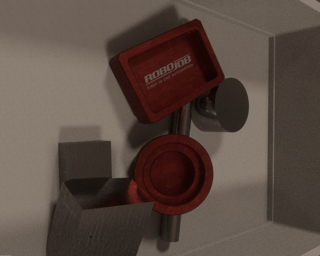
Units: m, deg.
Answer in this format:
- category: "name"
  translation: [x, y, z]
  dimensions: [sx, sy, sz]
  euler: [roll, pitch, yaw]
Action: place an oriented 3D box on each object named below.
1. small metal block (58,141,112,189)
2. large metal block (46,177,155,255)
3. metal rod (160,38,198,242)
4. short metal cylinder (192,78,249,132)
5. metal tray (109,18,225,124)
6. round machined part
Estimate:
- category: "small metal block"
  translation: [-0.082, 0.040, 0.340]
  dimensions: [0.050, 0.025, 0.050]
  euler: [-3, 92, -40]
- category: "large metal block"
  translation: [-0.062, 0.101, 0.322]
  dimensions: [0.081, 0.050, 0.079]
  euler: [5, 109, -40]
- category: "metal rod"
  translation: [0.030, 0.003, 0.433]
  dimensions: [0.025, 0.025, 0.298]
  euler: [11, 83, -40]
- category: "short metal cylinder"
  translation: [0.090, -0.033, 0.468]
  dimensions: [0.081, 0.050, 0.079]
  euler: [0, 90, -40]
- category: "metal tray"
  translation: [0.013, -0.073, 0.394]
  dimensions: [0.131, 0.030, 0.090]
  euler: [-32, 103, -25]
- category: "round machined part"
  translation: [0.014, 0.057, 0.391]
  dimensions: [0.099, 0.042, 0.097]
  euler: [1, 86, -11]
